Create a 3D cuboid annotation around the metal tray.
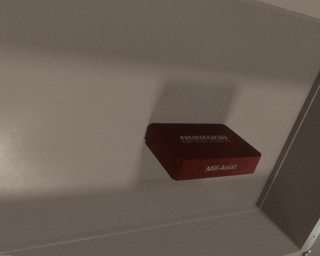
[{"bbox_3d":[0.057,0.028,0.416,0.131,0.090,0.030,0,118,-29],"label":"metal tray"}]
